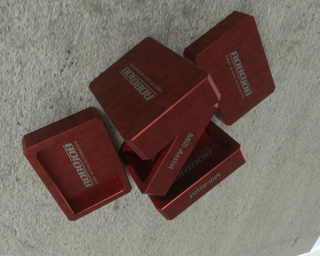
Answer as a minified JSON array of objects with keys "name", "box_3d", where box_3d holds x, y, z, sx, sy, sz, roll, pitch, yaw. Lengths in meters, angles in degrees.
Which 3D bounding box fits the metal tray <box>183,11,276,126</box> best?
[{"name":"metal tray","box_3d":[0.097,-0.075,0.414,0.090,0.030,0.130,-38,130,-3]}]

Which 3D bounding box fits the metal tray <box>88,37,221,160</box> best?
[{"name":"metal tray","box_3d":[-0.013,-0.038,0.311,0.090,0.130,0.030,-40,130,-2]}]

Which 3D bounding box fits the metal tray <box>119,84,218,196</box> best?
[{"name":"metal tray","box_3d":[0.004,0.004,0.372,0.030,0.090,0.129,18,109,-36]}]

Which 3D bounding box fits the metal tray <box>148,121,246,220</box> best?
[{"name":"metal tray","box_3d":[0.037,0.050,0.419,0.130,0.090,0.030,-37,130,-4]}]

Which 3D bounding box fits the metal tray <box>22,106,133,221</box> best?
[{"name":"metal tray","box_3d":[-0.096,0.048,0.383,0.091,0.030,0.129,-26,128,-13]}]
